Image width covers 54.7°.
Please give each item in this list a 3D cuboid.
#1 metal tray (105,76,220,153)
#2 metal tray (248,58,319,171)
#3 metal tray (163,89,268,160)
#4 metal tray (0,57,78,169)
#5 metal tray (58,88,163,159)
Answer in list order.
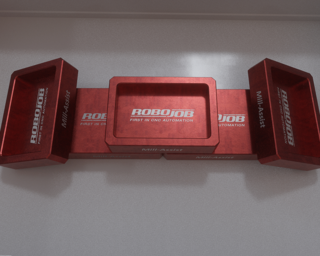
[{"bbox_3d":[0.003,-0.016,0.379,0.131,0.030,0.090,1,69,0],"label":"metal tray"},{"bbox_3d":[0.161,-0.016,0.392,0.091,0.030,0.130,10,67,-26],"label":"metal tray"},{"bbox_3d":[0.070,-0.005,0.408,0.131,0.030,0.090,0,70,0],"label":"metal tray"},{"bbox_3d":[-0.154,-0.017,0.392,0.090,0.030,0.130,-9,68,24],"label":"metal tray"},{"bbox_3d":[-0.061,-0.006,0.408,0.131,0.030,0.090,0,70,0],"label":"metal tray"}]
